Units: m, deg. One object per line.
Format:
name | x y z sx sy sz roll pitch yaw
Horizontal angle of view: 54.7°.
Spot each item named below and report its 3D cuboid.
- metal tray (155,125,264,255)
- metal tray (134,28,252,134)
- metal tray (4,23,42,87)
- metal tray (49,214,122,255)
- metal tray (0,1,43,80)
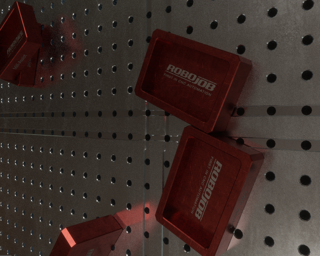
metal tray | 0.052 0.072 0.361 0.090 0.030 0.129 28 107 36
metal tray | 0.033 -0.059 0.376 0.130 0.030 0.089 31 109 35
metal tray | -0.290 -0.156 0.640 0.090 0.030 0.129 20 102 38
metal tray | -0.121 0.194 0.464 0.030 0.091 0.129 43 116 31
metal tray | -0.278 -0.163 0.591 0.130 0.030 0.090 -33 70 34
